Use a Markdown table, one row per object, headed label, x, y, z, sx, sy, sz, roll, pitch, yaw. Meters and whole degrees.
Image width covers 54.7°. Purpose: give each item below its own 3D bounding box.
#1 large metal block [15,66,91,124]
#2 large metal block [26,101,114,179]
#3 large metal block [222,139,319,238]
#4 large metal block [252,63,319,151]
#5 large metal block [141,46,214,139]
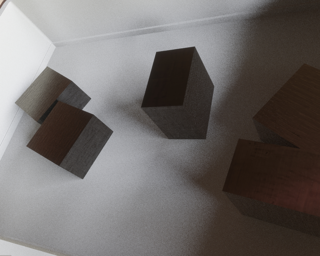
| label | x | y | z | sx | sy | sz | roll | pitch | yaw |
| --- | --- | --- | --- | --- | --- | --- | --- | --- | --- |
| large metal block | -0.175 | -0.045 | 0.506 | 0.080 | 0.050 | 0.080 | 30 | 78 | 37 |
| large metal block | -0.129 | 0.016 | 0.446 | 0.080 | 0.050 | 0.080 | 20 | 72 | 35 |
| large metal block | 0.111 | 0.055 | 0.278 | 0.080 | 0.080 | 0.050 | 10 | 67 | 32 |
| large metal block | 0.156 | -0.006 | 0.312 | 0.080 | 0.050 | 0.080 | -46 | 51 | -4 |
| large metal block | 0.026 | -0.039 | 0.380 | 0.050 | 0.080 | 0.080 | -1 | 61 | 27 |
